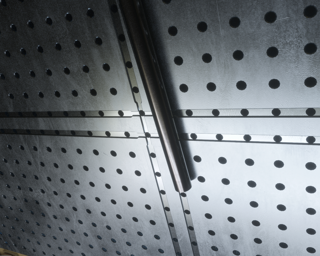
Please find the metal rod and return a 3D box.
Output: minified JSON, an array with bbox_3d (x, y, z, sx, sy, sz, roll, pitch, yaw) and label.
[{"bbox_3d":[-0.005,-0.046,0.384,0.025,0.025,0.298,-3,118,29],"label":"metal rod"}]
